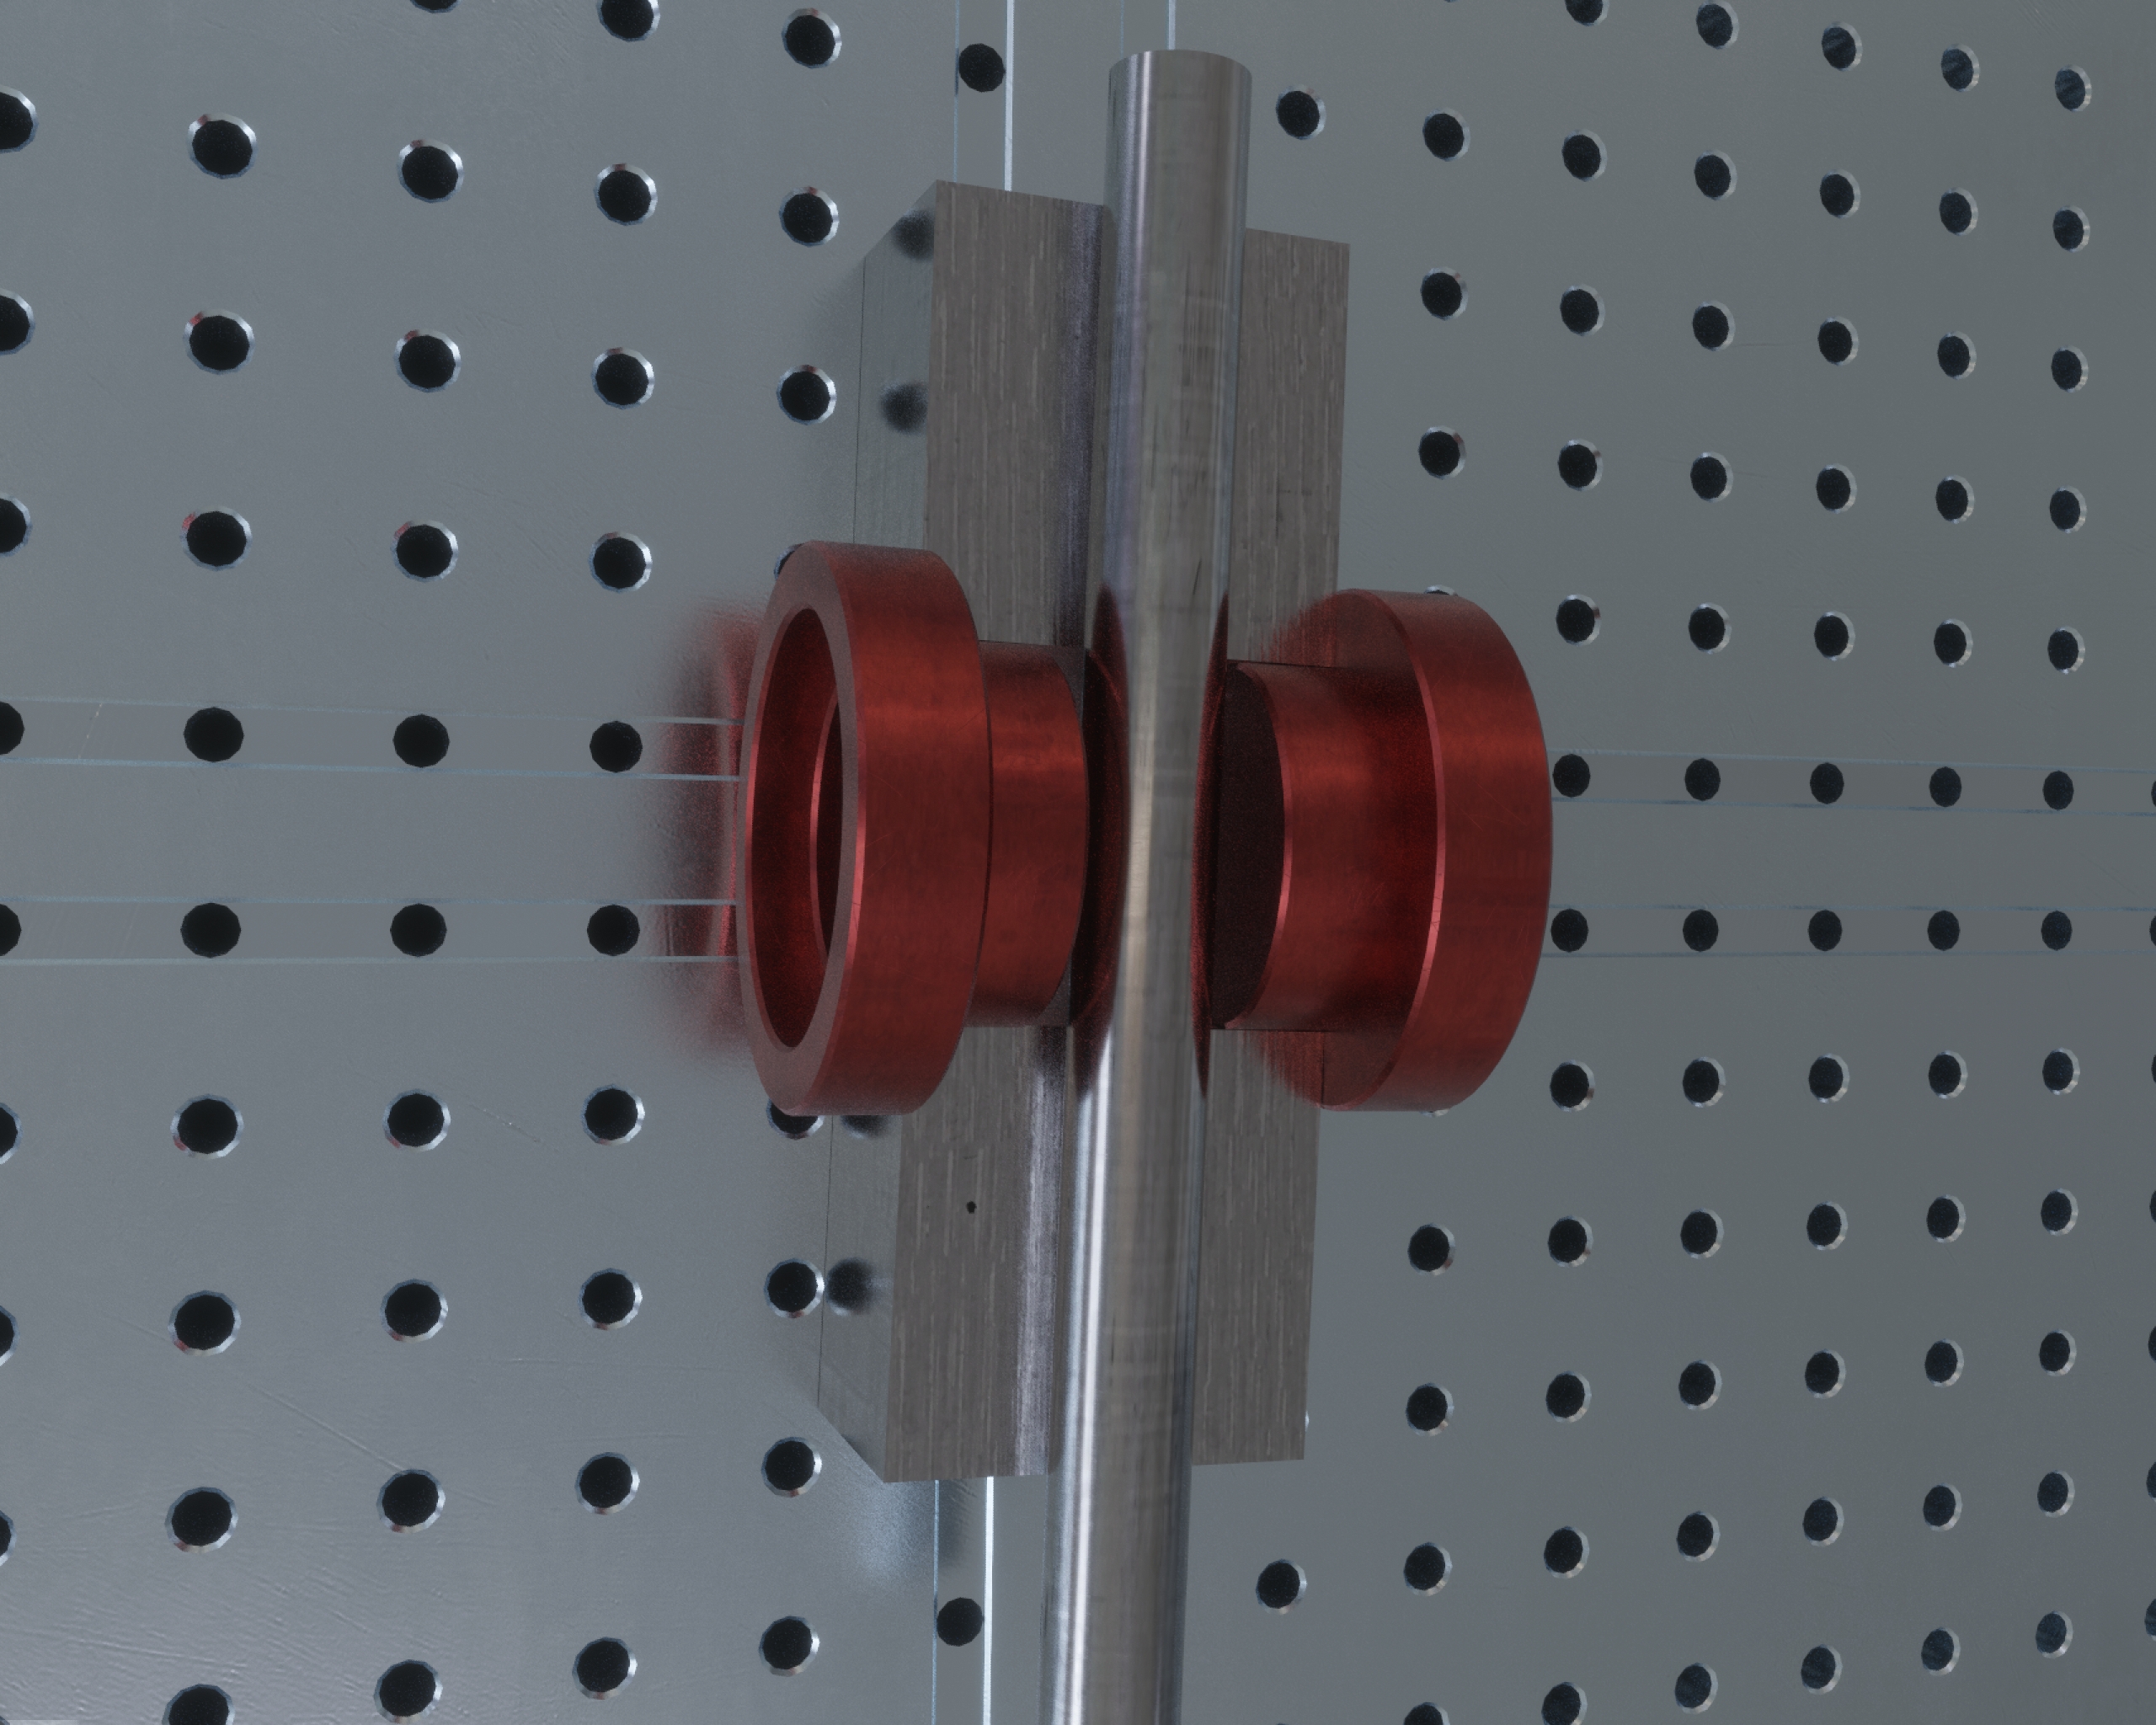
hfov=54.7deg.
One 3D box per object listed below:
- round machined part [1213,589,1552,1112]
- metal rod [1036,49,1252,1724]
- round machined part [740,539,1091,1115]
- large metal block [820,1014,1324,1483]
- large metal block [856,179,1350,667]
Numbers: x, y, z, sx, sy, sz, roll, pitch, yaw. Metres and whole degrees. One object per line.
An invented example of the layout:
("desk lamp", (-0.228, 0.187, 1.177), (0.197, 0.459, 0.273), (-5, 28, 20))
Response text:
("round machined part", (0.047, -0.002, 0.391), (0.042, 0.098, 0.097), (2, 90, -15))
("metal rod", (0.011, 0.011, 0.363), (0.025, 0.025, 0.298), (3, 89, -20))
("round machined part", (-0.029, -0.005, 0.362), (0.042, 0.098, 0.097), (2, 90, -20))
("large metal block", (-0.002, 0.069, 0.398), (0.081, 0.050, 0.080), (3, 89, -20))
("large metal block", (0.003, -0.078, 0.400), (0.081, 0.050, 0.080), (2, 89, -20))
